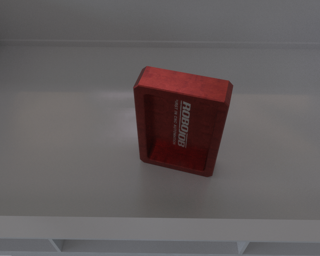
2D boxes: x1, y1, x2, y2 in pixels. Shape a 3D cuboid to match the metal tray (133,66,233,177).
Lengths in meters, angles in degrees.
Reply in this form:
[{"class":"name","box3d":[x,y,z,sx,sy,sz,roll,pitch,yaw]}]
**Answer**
[{"class":"metal tray","box3d":[0.022,-0.001,0.338,0.090,0.129,0.030,12,51,10]}]
